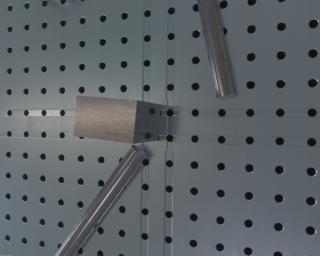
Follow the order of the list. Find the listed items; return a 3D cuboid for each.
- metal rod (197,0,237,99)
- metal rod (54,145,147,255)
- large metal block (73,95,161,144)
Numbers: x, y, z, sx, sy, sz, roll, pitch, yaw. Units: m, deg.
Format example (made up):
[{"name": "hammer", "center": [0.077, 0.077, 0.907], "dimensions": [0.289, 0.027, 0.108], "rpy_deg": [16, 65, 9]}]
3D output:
[{"name": "metal rod", "center": [0.055, -0.185, 0.393], "dimensions": [0.025, 0.025, 0.298], "rpy_deg": [-12, 86, 19]}, {"name": "metal rod", "center": [-0.113, 0.149, 0.452], "dimensions": [0.025, 0.025, 0.299], "rpy_deg": [39, 102, 15]}, {"name": "large metal block", "center": [-0.052, -0.011, 0.402], "dimensions": [0.080, 0.080, 0.050], "rpy_deg": [6, 92, 20]}]
